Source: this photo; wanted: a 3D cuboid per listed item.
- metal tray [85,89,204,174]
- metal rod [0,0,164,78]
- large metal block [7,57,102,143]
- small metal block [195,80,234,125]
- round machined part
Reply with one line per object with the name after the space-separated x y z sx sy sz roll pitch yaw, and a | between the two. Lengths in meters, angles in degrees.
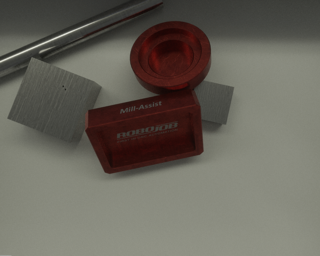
-0.015 0.007 0.381 0.131 0.090 0.030 -12 46 -1 | metal tray
-0.138 -0.112 0.409 0.301 0.025 0.025 -24 90 -1 | metal rod
-0.132 -0.034 0.397 0.080 0.050 0.080 21 90 -1 | large metal block
0.066 -0.034 0.412 0.050 0.025 0.050 12 90 -1 | small metal block
0.015 -0.083 0.391 0.098 0.042 0.098 -4 65 9 | round machined part
